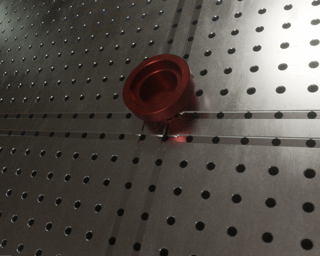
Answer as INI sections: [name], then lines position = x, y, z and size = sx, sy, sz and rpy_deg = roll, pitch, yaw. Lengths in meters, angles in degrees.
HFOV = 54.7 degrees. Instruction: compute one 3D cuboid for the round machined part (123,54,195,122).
[round machined part]
position = 0.002, -0.050, 0.426
size = 0.098, 0.042, 0.098
rpy_deg = -13, 56, 20
